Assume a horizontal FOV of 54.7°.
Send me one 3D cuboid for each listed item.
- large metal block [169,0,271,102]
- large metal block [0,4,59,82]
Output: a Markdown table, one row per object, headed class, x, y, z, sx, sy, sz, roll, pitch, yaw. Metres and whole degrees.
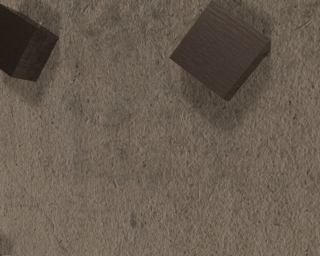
| class | x | y | z | sx | sy | sz | roll | pitch | yaw |
| --- | --- | --- | --- | --- | --- | --- | --- | --- | --- |
| large metal block | 0.073 | -0.089 | 0.370 | 0.080 | 0.050 | 0.080 | 41 | 102 | 15 |
| large metal block | -0.215 | -0.127 | 0.470 | 0.080 | 0.050 | 0.080 | 34 | 101 | 16 |
